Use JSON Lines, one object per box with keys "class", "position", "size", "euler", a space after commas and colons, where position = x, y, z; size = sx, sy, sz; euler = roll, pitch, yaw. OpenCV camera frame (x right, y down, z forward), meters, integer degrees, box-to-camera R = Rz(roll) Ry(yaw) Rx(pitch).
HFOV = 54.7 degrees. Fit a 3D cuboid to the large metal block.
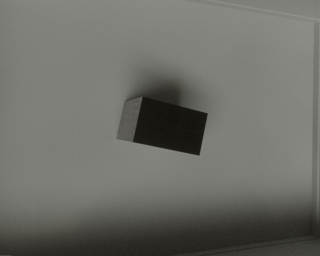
{"class": "large metal block", "position": [-0.001, -0.001, 0.380], "size": [0.081, 0.080, 0.050], "euler": [13, 86, -20]}
